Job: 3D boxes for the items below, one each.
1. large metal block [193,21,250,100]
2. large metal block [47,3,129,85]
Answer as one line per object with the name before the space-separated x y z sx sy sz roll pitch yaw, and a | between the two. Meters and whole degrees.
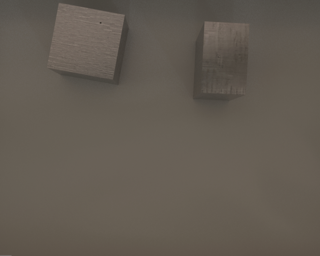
large metal block | 0.073 -0.078 0.385 0.050 0.080 0.079 3 90 0
large metal block | -0.089 -0.105 0.398 0.080 0.050 0.080 10 90 -1
